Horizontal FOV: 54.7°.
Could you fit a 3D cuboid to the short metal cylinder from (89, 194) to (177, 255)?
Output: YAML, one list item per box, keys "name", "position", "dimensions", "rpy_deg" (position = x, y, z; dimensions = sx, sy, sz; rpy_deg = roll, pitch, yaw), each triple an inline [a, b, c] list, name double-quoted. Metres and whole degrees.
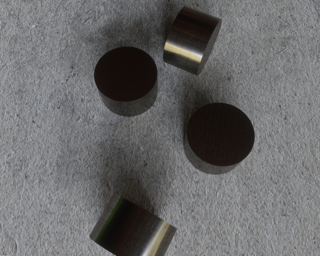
- name: "short metal cylinder"
  position: [-0.029, 0.114, 0.337]
  dimensions: [0.080, 0.080, 0.050]
  rpy_deg: [27, 72, 9]

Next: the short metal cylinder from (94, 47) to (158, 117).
- name: "short metal cylinder"
  position: [-0.043, -0.061, 0.417]
  dimensions: [0.081, 0.050, 0.080]
  rpy_deg: [0, 70, 0]

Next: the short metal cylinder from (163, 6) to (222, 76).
- name: "short metal cylinder"
  position: [0.044, -0.118, 0.422]
  dimensions: [0.050, 0.080, 0.080]
  rpy_deg: [25, 72, 9]

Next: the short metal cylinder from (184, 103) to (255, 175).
- name: "short metal cylinder"
  position: [0.072, 0.015, 0.390]
  dimensions: [0.081, 0.050, 0.080]
  rpy_deg: [0, 70, 0]
